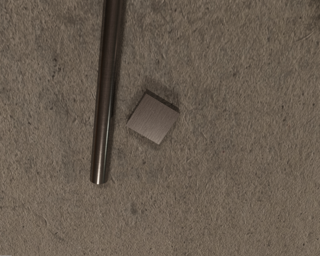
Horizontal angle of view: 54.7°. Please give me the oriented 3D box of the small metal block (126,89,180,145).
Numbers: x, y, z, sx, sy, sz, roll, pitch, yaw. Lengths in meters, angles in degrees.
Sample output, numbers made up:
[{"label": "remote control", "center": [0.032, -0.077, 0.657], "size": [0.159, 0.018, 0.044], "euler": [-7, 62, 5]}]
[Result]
[{"label": "small metal block", "center": [-0.009, -0.015, 0.404], "size": [0.050, 0.025, 0.050], "euler": [31, 107, -11]}]

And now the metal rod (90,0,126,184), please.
[{"label": "metal rod", "center": [-0.064, -0.066, 0.384], "size": [0.025, 0.025, 0.298], "euler": [8, 110, -3]}]
